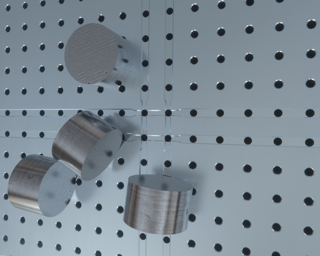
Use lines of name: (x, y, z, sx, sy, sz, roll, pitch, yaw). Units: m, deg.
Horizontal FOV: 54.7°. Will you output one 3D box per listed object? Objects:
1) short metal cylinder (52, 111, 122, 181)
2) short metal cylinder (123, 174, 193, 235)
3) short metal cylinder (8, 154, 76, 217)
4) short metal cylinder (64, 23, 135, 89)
short metal cylinder: (-0.096, 0.024, 0.416, 0.050, 0.080, 0.080, 32, 100, 17)
short metal cylinder: (-0.002, 0.091, 0.383, 0.080, 0.080, 0.050, 9, 93, 19)
short metal cylinder: (-0.165, 0.081, 0.440, 0.050, 0.080, 0.079, 8, 93, 19)
short metal cylinder: (-0.082, -0.097, 0.427, 0.080, 0.050, 0.079, 0, 90, 19)
